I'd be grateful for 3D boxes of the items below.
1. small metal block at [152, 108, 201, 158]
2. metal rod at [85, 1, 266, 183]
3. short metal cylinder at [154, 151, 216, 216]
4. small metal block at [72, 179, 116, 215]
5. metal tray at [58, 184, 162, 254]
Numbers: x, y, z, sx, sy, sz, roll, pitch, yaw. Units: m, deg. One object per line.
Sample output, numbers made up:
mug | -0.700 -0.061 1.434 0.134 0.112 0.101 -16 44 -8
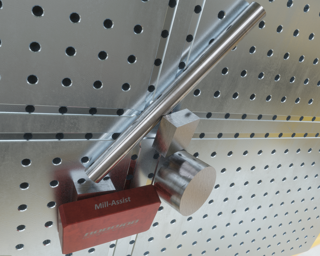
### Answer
small metal block | 0.022 0.006 0.413 0.050 0.025 0.050 -20 140 -45
metal rod | 0.018 -0.043 0.395 0.300 0.025 0.025 -45 130 3
short metal cylinder | 0.037 0.080 0.451 0.081 0.050 0.079 -29 134 -36
small metal block | -0.092 0.099 0.424 0.050 0.025 0.050 -1 119 -28
metal tray | -0.071 0.127 0.432 0.131 0.030 0.089 -8 140 -25
